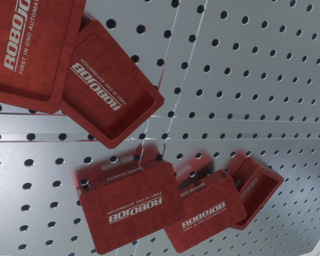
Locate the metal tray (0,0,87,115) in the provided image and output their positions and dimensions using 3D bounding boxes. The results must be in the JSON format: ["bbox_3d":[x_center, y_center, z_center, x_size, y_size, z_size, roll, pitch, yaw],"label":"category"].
[{"bbox_3d":[-0.118,-0.085,0.264,0.091,0.030,0.129,14,103,-19],"label":"metal tray"}]

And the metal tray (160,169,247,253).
[{"bbox_3d":[0.066,0.135,0.504,0.131,0.030,0.090,-27,113,-4],"label":"metal tray"}]

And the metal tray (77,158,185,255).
[{"bbox_3d":[-0.037,0.105,0.429,0.131,0.030,0.090,-18,101,-18],"label":"metal tray"}]

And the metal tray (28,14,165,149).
[{"bbox_3d":[-0.066,-0.045,0.343,0.090,0.030,0.130,-43,129,1],"label":"metal tray"}]

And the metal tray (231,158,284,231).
[{"bbox_3d":[0.157,0.124,0.569,0.090,0.030,0.130,25,105,-37],"label":"metal tray"}]
